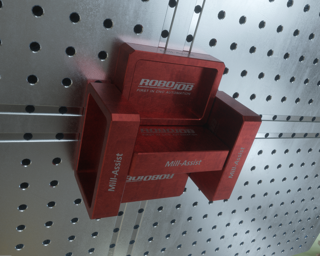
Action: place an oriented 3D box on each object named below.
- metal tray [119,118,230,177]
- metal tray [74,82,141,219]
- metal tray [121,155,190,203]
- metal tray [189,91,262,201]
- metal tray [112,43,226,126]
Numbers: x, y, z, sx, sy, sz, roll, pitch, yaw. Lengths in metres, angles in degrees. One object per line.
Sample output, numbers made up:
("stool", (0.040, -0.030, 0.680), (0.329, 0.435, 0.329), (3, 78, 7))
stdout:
("metal tray", (0.008, 0.018, 0.384), (0.131, 0.090, 0.030), (1, 118, -29))
("metal tray", (-0.065, 0.024, 0.349), (0.030, 0.090, 0.129), (1, 118, -29))
("metal tray", (-0.019, 0.057, 0.433), (0.131, 0.030, 0.089), (0, 118, -29))
("metal tray", (0.078, 0.023, 0.427), (0.030, 0.090, 0.129), (1, 118, -29))
("metal tray", (0.010, -0.049, 0.384), (0.131, 0.030, 0.089), (0, 118, -29))
